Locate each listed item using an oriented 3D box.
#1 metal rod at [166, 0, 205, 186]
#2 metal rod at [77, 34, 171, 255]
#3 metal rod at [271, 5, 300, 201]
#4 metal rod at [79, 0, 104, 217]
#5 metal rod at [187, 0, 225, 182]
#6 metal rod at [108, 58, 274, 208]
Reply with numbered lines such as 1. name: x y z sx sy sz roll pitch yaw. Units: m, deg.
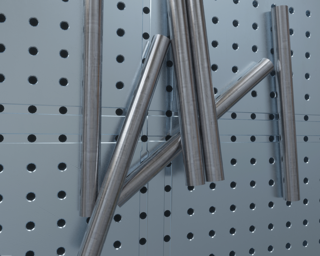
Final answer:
1. metal rod: 0.030 -0.076 0.406 0.025 0.025 0.299 -4 85 -20
2. metal rod: -0.042 0.022 0.381 0.025 0.025 0.299 22 77 -19
3. metal rod: 0.196 -0.037 0.484 0.025 0.025 0.298 -5 92 -20
4. metal rod: -0.084 -0.043 0.381 0.025 0.025 0.298 1 90 -20
5. metal rod: 0.056 -0.080 0.414 0.025 0.025 0.299 -4 85 -20
6. metal rod: 0.052 -0.002 0.431 0.301 0.025 0.025 -40 103 -16
